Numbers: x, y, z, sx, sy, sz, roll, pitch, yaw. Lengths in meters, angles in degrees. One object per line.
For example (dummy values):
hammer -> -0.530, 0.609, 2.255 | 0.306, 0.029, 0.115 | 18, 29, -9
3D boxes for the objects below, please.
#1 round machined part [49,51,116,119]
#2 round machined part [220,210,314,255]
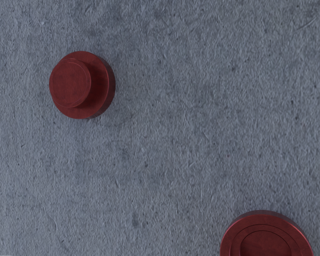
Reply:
round machined part -> -0.117, -0.061, 0.441 | 0.098, 0.042, 0.097 | 0, 90, 20
round machined part -> 0.122, 0.143, 0.357 | 0.098, 0.042, 0.097 | 0, 90, 20
